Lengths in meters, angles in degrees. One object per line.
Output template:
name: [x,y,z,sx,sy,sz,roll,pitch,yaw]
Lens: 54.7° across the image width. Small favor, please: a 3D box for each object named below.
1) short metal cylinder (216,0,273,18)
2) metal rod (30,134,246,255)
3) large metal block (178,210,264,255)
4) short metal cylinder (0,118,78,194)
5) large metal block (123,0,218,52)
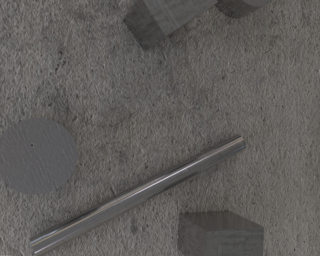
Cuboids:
short metal cylinder: [0.119,-0.204,0.440,0.081,0.050,0.080,0,90,-20]
metal rod: [-0.013,0.079,0.404,0.302,0.025,0.025,-24,98,-19]
large metal block: [0.077,0.146,0.409,0.081,0.080,0.050,3,89,-20]
short metal cylinder: [-0.136,0.029,0.346,0.081,0.050,0.080,0,90,-20]
large metal block: [0.010,-0.144,0.383,0.080,0.080,0.050,-37,102,-16]
